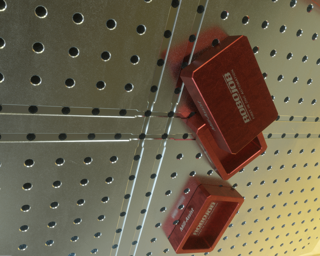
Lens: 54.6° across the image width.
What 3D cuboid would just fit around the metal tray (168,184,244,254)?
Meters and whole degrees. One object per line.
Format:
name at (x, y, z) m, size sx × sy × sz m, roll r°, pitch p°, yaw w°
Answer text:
metal tray at (0.082, 0.164, 0.553) m, size 0.091 × 0.030 × 0.129 m, roll 13°, pitch 112°, yaw -34°

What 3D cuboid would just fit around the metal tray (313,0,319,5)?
metal tray at (0.274, -0.201, 0.431) m, size 0.131 × 0.030 × 0.090 m, roll 13°, pitch 112°, yaw -34°

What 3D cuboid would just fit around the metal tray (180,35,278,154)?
metal tray at (0.094, -0.042, 0.405) m, size 0.090 × 0.030 × 0.130 m, roll -38°, pitch 116°, yaw -13°

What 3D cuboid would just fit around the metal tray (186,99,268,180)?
metal tray at (0.106, 0.012, 0.472) m, size 0.090 × 0.030 × 0.130 m, roll -37°, pitch 129°, yaw -3°
